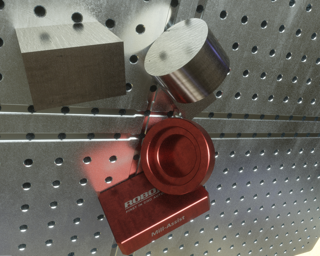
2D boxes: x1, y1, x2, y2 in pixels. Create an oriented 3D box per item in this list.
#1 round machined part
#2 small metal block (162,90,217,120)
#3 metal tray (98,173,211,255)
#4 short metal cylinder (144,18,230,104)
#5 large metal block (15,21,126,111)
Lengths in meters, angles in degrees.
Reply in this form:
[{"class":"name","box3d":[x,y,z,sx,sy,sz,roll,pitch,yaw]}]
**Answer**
[{"class":"round machined part","box3d":[0.027,0.036,0.408,0.042,0.098,0.098,5,119,-59]},{"class":"small metal block","box3d":[0.039,-0.044,0.406,0.050,0.025,0.050,-39,129,-2]},{"class":"metal tray","box3d":[-0.009,0.101,0.426,0.131,0.090,0.030,-25,130,-13]},{"class":"short metal cylinder","box3d":[0.030,-0.074,0.346,0.080,0.080,0.050,-45,129,3]},{"class":"large metal block","box3d":[-0.084,-0.063,0.291,0.081,0.080,0.050,-13,124,-21]}]
